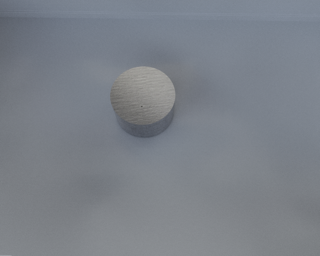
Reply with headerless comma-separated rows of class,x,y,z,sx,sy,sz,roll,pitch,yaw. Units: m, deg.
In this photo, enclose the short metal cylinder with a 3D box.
short metal cylinder,-0.021,-0.033,0.406,0.080,0.050,0.080,0,70,0
